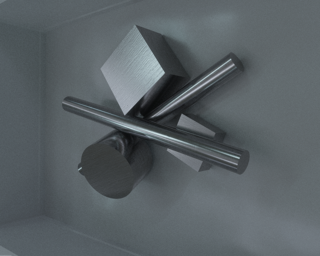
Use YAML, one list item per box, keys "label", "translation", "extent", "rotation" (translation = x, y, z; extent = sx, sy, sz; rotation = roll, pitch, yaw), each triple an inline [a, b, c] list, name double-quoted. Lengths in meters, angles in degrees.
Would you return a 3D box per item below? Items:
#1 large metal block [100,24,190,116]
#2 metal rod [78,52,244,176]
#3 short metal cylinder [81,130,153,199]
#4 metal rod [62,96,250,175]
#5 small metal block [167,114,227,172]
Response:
- label: "large metal block"
  translation: [-0.021, -0.071, 0.403]
  extent: [0.080, 0.050, 0.080]
  rotation: [-43, 64, 31]
- label: "metal rod"
  translation: [-0.020, -0.003, 0.418]
  extent: [0.299, 0.025, 0.025]
  rotation: [-34, 69, 34]
- label: "short metal cylinder"
  translation: [-0.057, 0.047, 0.415]
  extent: [0.080, 0.050, 0.079]
  rotation: [11, 116, 23]
- label: "metal rod"
  translation: [-0.031, -0.002, 0.395]
  extent: [0.300, 0.025, 0.025]
  rotation: [18, 101, 38]
- label: "small metal block"
  translation: [0.042, 0.016, 0.366]
  extent: [0.050, 0.025, 0.050]
  rotation: [33, 110, 34]
